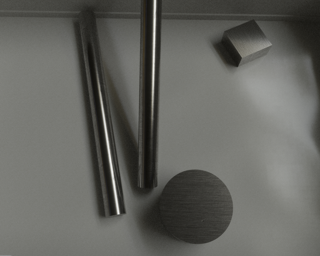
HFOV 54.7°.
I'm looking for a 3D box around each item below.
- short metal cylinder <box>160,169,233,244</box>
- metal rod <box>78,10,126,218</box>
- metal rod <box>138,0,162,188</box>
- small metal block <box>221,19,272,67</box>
[{"bbox_3d":[0.040,0.093,0.363,0.081,0.050,0.080,0,70,0],"label":"short metal cylinder"},{"bbox_3d":[-0.082,-0.033,0.420,0.025,0.025,0.299,-11,70,-4],"label":"metal rod"},{"bbox_3d":[-0.012,-0.077,0.373,0.025,0.025,0.298,1,95,0],"label":"metal rod"},{"bbox_3d":[0.127,-0.125,0.457,0.050,0.025,0.050,-24,72,-9],"label":"small metal block"}]
